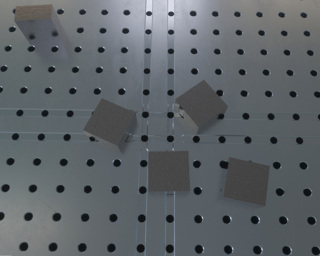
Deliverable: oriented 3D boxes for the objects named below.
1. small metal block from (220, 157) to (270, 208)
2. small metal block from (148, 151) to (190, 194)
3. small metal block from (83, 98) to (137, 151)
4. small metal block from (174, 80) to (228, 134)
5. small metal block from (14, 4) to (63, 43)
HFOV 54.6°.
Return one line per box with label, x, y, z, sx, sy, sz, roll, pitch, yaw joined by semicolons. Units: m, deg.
small metal block;0.106;0.069;0.387;0.050;0.025;0.050;12;70;4
small metal block;0.011;0.057;0.391;0.050;0.025;0.050;-1;70;0
small metal block;-0.065;-0.004;0.413;0.050;0.025;0.050;24;72;8
small metal block;0.055;-0.029;0.423;0.050;0.025;0.050;-35;74;-12
small metal block;-0.175;-0.152;0.453;0.050;0.050;0.025;-4;70;-1
